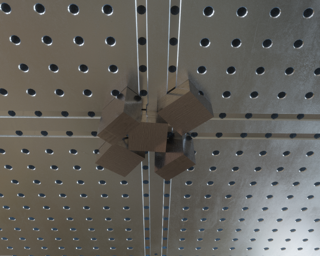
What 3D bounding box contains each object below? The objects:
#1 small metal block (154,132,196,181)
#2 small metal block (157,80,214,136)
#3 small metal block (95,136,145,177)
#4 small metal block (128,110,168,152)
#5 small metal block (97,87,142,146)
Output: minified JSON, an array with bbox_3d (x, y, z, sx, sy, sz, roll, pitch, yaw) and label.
[{"bbox_3d":[0.020,0.037,0.426,0.050,0.050,0.025,-35,122,25],"label":"small metal block"},{"bbox_3d":[0.032,-0.024,0.391,0.050,0.025,0.050,-32,123,25],"label":"small metal block"},{"bbox_3d":[-0.056,0.038,0.443,0.050,0.025,0.050,30,123,-24],"label":"small metal block"},{"bbox_3d":[-0.016,0.004,0.414,0.050,0.025,0.050,3,129,-2],"label":"small metal block"},{"bbox_3d":[-0.049,-0.014,0.382,0.025,0.050,0.050,36,122,-27],"label":"small metal block"}]
